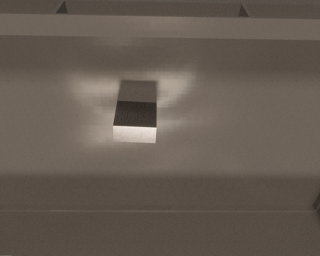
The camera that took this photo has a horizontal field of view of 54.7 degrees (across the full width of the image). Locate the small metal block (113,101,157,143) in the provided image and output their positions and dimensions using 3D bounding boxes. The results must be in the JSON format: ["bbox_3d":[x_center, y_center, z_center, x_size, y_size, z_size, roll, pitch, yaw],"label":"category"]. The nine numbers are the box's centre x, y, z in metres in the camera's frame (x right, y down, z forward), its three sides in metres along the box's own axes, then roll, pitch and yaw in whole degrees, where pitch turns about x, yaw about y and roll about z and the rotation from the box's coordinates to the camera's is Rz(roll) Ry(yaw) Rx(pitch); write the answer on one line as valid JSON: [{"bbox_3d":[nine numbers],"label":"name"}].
[{"bbox_3d":[-0.030,-0.008,0.385,0.050,0.050,0.025,3,130,-3],"label":"small metal block"}]
